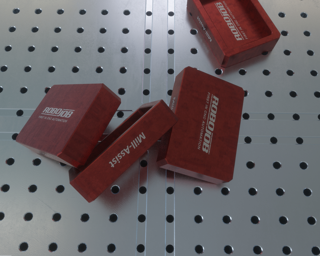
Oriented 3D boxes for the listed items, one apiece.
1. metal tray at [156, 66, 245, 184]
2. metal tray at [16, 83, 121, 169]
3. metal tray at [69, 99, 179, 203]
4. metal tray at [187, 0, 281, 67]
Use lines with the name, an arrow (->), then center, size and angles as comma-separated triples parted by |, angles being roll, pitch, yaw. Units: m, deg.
metal tray -> 0.054, -0.003, 0.394 | 0.091, 0.030, 0.130 | 19, 70, -16
metal tray -> -0.113, -0.008, 0.370 | 0.130, 0.030, 0.090 | 8, 63, 47
metal tray -> -0.047, 0.022, 0.365 | 0.130, 0.090, 0.030 | -43, 102, -13
metal tray -> 0.108, -0.165, 0.469 | 0.090, 0.030, 0.130 | -22, 72, -8
